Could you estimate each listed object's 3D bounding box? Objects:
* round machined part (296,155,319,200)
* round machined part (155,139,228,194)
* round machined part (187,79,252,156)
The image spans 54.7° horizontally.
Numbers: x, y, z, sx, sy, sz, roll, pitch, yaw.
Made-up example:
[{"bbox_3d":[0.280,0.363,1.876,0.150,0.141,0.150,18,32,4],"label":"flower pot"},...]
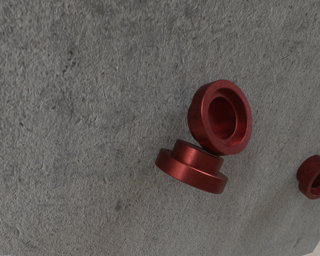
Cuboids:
[{"bbox_3d":[0.318,0.093,0.627,0.099,0.042,0.097,-14,124,-21],"label":"round machined part"},{"bbox_3d":[0.046,0.047,0.416,0.099,0.098,0.042,21,94,-36],"label":"round machined part"},{"bbox_3d":[0.075,-0.012,0.409,0.099,0.042,0.097,7,79,-37],"label":"round machined part"}]
